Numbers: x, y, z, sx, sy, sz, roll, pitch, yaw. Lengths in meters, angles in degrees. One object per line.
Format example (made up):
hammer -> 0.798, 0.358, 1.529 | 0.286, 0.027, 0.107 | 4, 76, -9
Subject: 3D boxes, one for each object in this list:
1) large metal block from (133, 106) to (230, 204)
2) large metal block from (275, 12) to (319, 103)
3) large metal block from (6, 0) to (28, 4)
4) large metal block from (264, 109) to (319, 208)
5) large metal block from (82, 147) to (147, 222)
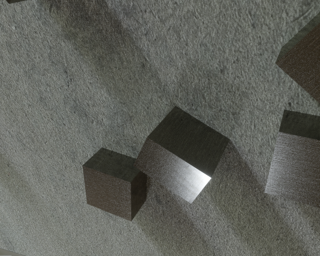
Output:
large metal block -> 0.028, 0.029, 0.375 | 0.080, 0.080, 0.050 | 33, 129, 7
large metal block -> 0.162, -0.064, 0.265 | 0.080, 0.050, 0.080 | 42, 129, -1
large metal block -> -0.164, -0.204, 0.351 | 0.080, 0.050, 0.080 | -32, 101, 38
large metal block -> 0.162, 0.034, 0.326 | 0.080, 0.050, 0.079 | 13, 124, 21
large metal block -> -0.068, 0.086, 0.480 | 0.080, 0.050, 0.079 | 16, 125, 19
